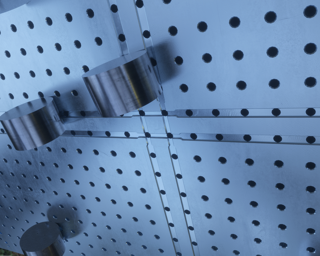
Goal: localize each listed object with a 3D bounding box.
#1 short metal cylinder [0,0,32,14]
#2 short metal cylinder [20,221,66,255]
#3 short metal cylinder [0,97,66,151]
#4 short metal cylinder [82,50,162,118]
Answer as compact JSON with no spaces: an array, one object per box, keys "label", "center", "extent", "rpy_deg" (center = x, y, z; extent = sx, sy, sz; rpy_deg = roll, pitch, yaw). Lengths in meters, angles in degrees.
[{"label":"short metal cylinder","center":[-0.194,-0.172,0.369],"extent":[0.080,0.080,0.050],"rpy_deg":[-11,113,32]},{"label":"short metal cylinder","center":[-0.246,0.245,0.654],"extent":[0.080,0.080,0.050],"rpy_deg":[7,122,24]},{"label":"short metal cylinder","center":[-0.191,-0.008,0.469],"extent":[0.080,0.080,0.050],"rpy_deg":[-3,117,29]},{"label":"short metal cylinder","center":[-0.044,-0.053,0.365],"extent":[0.080,0.080,0.050],"rpy_deg":[-8,114,31]}]
